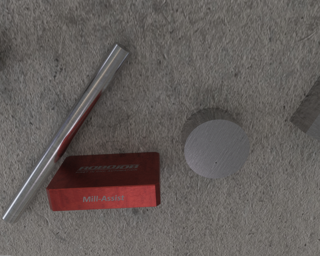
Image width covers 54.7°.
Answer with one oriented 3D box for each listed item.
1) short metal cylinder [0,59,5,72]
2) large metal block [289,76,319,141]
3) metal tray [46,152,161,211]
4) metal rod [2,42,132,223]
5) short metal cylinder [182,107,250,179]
[{"bbox_3d":[-0.228,-0.076,0.350,0.080,0.080,0.050,-17,109,6],"label":"short metal cylinder"},{"bbox_3d":[0.230,-0.019,0.392,0.080,0.050,0.080,25,108,-9],"label":"large metal block"},{"bbox_3d":[-0.065,0.066,0.398,0.131,0.090,0.030,-3,110,1],"label":"metal tray"},{"bbox_3d":[-0.132,0.017,0.414,0.025,0.025,0.299,34,106,-12],"label":"metal rod"},{"bbox_3d":[0.070,0.018,0.404,0.081,0.050,0.079,0,110,0],"label":"short metal cylinder"}]
